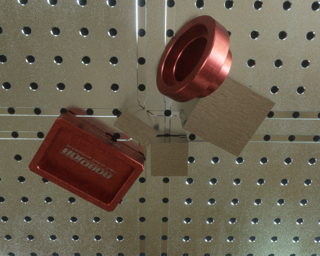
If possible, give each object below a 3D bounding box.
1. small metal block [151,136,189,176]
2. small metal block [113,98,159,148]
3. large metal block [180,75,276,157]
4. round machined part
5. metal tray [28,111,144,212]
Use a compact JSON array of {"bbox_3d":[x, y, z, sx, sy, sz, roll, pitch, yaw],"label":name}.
[{"bbox_3d":[0.013,0.039,0.428,0.050,0.025,0.050,0,110,-1],"label":"small metal block"},{"bbox_3d":[-0.029,-0.008,0.397,0.050,0.050,0.025,35,106,-12],"label":"small metal block"},{"bbox_3d":[0.082,-0.023,0.393,0.080,0.050,0.080,27,108,-10],"label":"large metal block"},{"bbox_3d":[0.042,-0.073,0.352,0.042,0.098,0.098,26,109,-30],"label":"round machined part"},{"bbox_3d":[-0.098,0.048,0.427,0.130,0.030,0.090,32,107,-12],"label":"metal tray"}]
